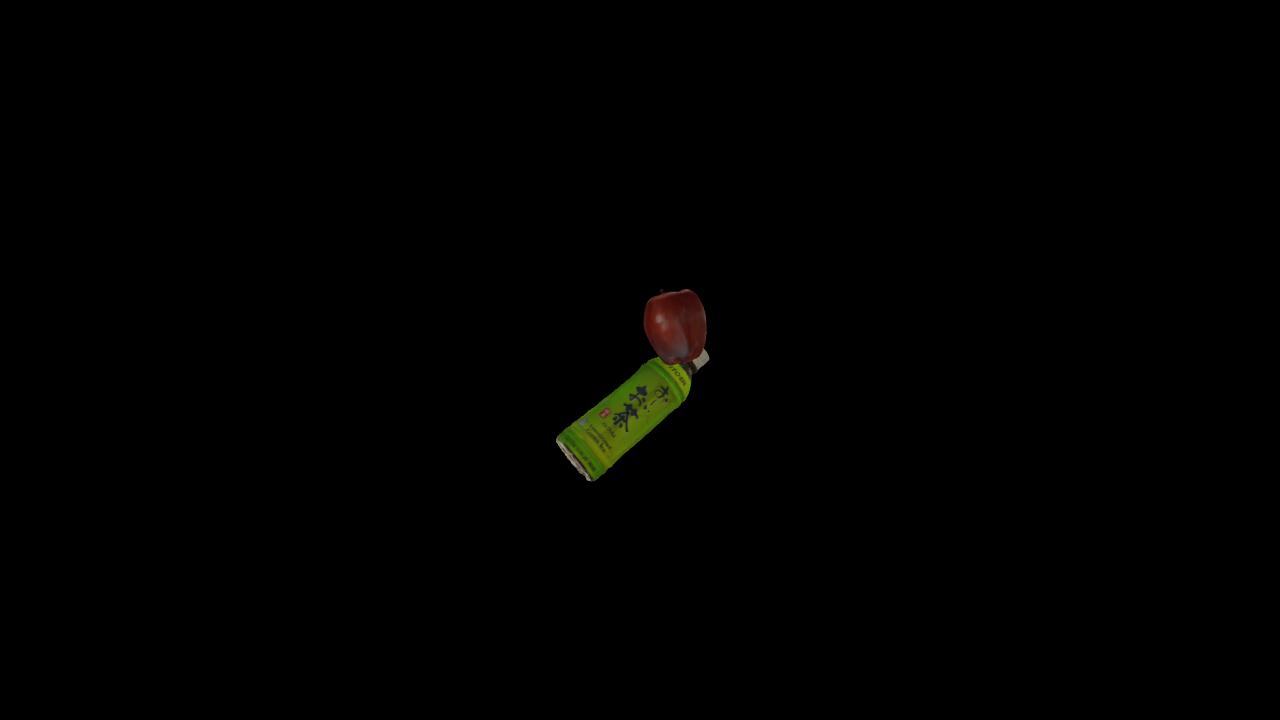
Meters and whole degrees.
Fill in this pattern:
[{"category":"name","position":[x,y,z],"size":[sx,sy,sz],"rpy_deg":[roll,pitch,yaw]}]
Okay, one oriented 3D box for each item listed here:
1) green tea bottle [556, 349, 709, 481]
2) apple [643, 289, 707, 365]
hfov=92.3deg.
[{"category":"green tea bottle","position":[-0.001,0.054,0.746],"size":[0.212,0.073,0.073],"rpy_deg":[-39,14,-17]},{"category":"apple","position":[0.041,-0.041,0.739],"size":[0.079,0.093,0.079],"rpy_deg":[-14,-3,-1]}]
